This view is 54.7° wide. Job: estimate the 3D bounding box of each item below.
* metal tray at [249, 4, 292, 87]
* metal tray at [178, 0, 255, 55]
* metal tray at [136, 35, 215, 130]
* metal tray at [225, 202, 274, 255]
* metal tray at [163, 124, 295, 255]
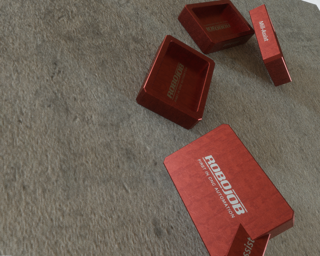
[{"bbox_3d":[0.206,-0.153,0.578,0.090,0.030,0.130,37,42,-50],"label":"metal tray"},{"bbox_3d":[0.107,-0.192,0.577,0.131,0.030,0.090,-24,75,-37],"label":"metal tray"},{"bbox_3d":[0.028,-0.071,0.460,0.090,0.030,0.130,27,52,-11],"label":"metal tray"},{"bbox_3d":[0.072,0.150,0.308,0.030,0.089,0.131,24,48,18],"label":"metal tray"},{"bbox_3d":[0.070,0.067,0.341,0.090,0.030,0.130,-31,52,3],"label":"metal tray"}]
